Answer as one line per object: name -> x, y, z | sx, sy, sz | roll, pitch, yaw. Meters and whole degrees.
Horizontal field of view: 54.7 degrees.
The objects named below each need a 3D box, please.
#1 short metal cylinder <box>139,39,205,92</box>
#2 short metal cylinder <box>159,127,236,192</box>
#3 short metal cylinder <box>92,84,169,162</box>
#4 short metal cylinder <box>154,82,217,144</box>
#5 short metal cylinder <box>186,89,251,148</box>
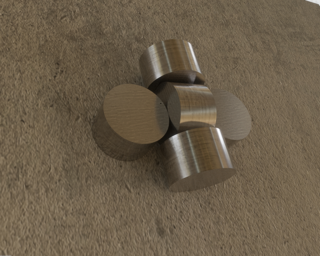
short metal cylinder -> 0.015, -0.075, 0.424 | 0.081, 0.080, 0.050 | 0, 62, -28
short metal cylinder -> 0.044, 0.040, 0.370 | 0.081, 0.080, 0.050 | 0, 62, -28
short metal cylinder -> -0.036, -0.006, 0.373 | 0.081, 0.050, 0.080 | 14, 55, -21
short metal cylinder -> 0.027, -0.017, 0.396 | 0.050, 0.080, 0.080 | 0, 62, -28
short metal cylinder -> 0.080, -0.008, 0.436 | 0.081, 0.050, 0.080 | 13, 57, -21
